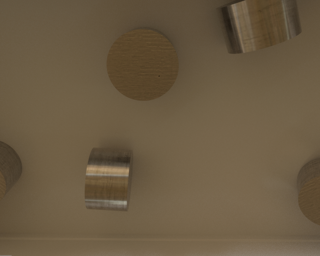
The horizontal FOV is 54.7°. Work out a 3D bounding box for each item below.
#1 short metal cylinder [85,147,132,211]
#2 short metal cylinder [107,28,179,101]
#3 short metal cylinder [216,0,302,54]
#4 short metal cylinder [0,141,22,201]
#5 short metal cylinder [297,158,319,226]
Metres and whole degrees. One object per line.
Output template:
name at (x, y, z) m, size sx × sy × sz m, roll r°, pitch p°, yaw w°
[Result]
short metal cylinder at (-0.064, 0.067, 0.406) m, size 0.050 × 0.080 × 0.079 m, roll 4°, pitch 110°, yaw -2°
short metal cylinder at (-0.019, -0.077, 0.369) m, size 0.081 × 0.050 × 0.079 m, roll 0°, pitch 110°, yaw 0°
short metal cylinder at (0.107, -0.119, 0.339) m, size 0.080 × 0.080 × 0.050 m, roll -18°, pitch 109°, yaw 6°
short metal cylinder at (-0.237, 0.061, 0.418) m, size 0.081 × 0.050 × 0.079 m, roll 0°, pitch 110°, yaw 0°
short metal cylinder at (0.230, 0.086, 0.418) m, size 0.080 × 0.050 × 0.079 m, roll 8°, pitch 113°, yaw 19°
